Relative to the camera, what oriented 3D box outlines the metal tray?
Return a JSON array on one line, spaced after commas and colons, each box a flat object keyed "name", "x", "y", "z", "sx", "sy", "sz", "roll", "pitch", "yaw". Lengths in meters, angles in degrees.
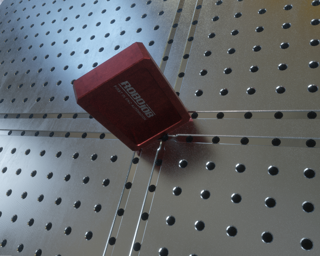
[{"name": "metal tray", "x": -0.028, "y": -0.030, "z": 0.372, "sx": 0.090, "sy": 0.130, "sz": 0.030, "roll": -31, "pitch": 52, "yaw": 8}]
